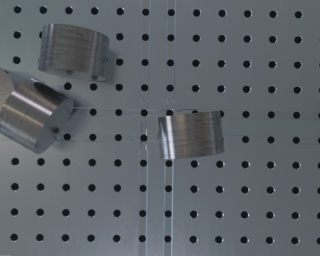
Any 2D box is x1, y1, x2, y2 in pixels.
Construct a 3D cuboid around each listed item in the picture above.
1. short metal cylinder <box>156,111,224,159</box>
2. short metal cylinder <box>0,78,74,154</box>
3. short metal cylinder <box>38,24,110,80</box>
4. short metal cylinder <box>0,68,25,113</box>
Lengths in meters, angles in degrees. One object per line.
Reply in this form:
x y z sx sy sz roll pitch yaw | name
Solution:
0.037 0.008 0.386 0.080 0.080 0.050 -6 90 0 | short metal cylinder
-0.152 -0.014 0.384 0.050 0.080 0.080 30 90 0 | short metal cylinder
-0.106 -0.091 0.385 0.080 0.080 0.050 7 90 0 | short metal cylinder
-0.215 -0.039 0.399 0.081 0.050 0.079 0 90 0 | short metal cylinder
